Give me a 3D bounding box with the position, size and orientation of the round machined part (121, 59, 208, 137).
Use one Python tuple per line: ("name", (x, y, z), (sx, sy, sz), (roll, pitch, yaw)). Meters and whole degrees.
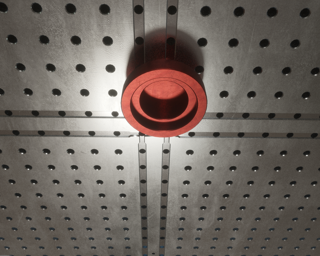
("round machined part", (0.005, -0.038, 0.368), (0.099, 0.042, 0.097), (-1, 130, 0))
